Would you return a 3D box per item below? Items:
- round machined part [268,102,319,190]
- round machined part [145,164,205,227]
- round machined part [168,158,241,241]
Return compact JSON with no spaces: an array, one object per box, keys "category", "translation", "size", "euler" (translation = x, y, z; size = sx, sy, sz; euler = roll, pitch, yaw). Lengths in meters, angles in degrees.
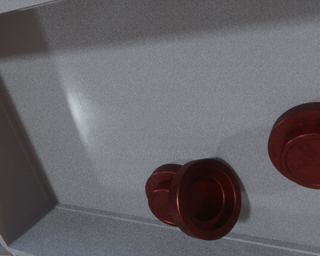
[{"category":"round machined part","translation":[0.165,0.025,0.326],"size":[0.098,0.042,0.097],"euler":[13,124,21]},{"category":"round machined part","translation":[0.022,0.104,0.451],"size":[0.098,0.042,0.097],"euler":[13,124,21]},{"category":"round machined part","translation":[0.053,0.089,0.394],"size":[0.098,0.098,0.042],"euler":[53,150,-10]}]
